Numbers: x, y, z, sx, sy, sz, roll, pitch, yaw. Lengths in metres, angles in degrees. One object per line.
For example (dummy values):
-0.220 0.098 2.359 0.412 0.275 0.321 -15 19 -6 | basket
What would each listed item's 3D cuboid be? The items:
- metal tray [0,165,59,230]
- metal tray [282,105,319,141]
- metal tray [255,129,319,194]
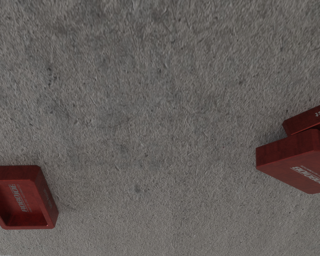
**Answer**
-0.226 0.115 0.499 0.091 0.030 0.129 -1 130 1 | metal tray
0.242 0.002 0.408 0.130 0.030 0.090 -27 126 20 | metal tray
0.206 0.051 0.420 0.131 0.030 0.090 25 147 -28 | metal tray
